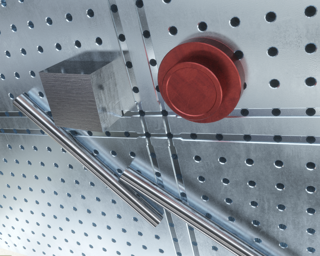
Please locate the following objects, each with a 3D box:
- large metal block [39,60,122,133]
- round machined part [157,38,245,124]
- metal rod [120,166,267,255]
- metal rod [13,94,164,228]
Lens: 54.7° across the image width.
[{"bbox_3d":[-0.105,-0.045,0.421,0.080,0.050,0.079,7,122,24],"label":"large metal block"},{"bbox_3d":[0.041,-0.048,0.348,0.098,0.042,0.097,13,124,20],"label":"round machined part"},{"bbox_3d":[0.071,0.148,0.464,0.301,0.025,0.025,32,128,6],"label":"metal rod"},{"bbox_3d":[-0.115,0.053,0.502,0.300,0.025,0.025,42,129,-1],"label":"metal rod"}]
